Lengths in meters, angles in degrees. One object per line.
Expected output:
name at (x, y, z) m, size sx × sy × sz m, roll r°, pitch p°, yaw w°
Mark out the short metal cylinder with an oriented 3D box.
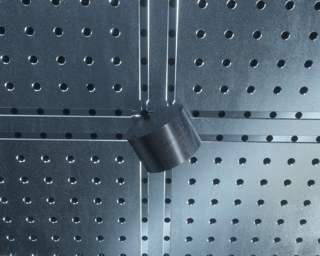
short metal cylinder at (0.004, 0.012, 0.388) m, size 0.080 × 0.080 × 0.050 m, roll -27°, pitch 107°, yaw 9°
